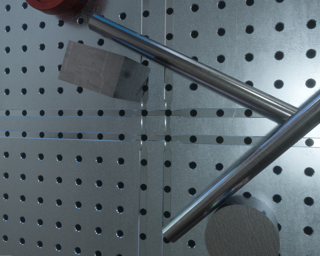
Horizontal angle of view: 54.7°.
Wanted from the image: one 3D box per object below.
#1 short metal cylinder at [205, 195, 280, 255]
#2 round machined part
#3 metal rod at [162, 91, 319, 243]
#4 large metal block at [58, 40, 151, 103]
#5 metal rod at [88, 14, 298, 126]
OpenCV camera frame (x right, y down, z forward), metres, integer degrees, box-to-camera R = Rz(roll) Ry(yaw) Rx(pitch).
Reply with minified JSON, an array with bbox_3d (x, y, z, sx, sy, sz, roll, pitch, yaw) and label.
[{"bbox_3d":[0.098,0.124,0.365,0.080,0.050,0.079,0,90,19],"label":"short metal cylinder"},{"bbox_3d":[-0.152,-0.215,0.455,0.098,0.042,0.097,0,90,19],"label":"round machined part"},{"bbox_3d":[0.110,0.039,0.356,0.299,0.025,0.025,-46,76,20],"label":"metal rod"},{"bbox_3d":[-0.070,-0.072,0.407,0.080,0.080,0.050,20,97,18],"label":"large metal block"},{"bbox_3d":[0.031,-0.081,0.400,0.301,0.025,0.025,29,100,17],"label":"metal rod"}]
